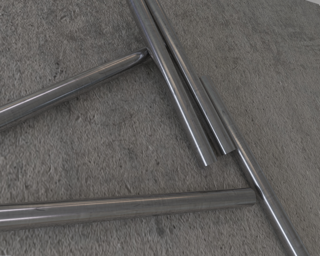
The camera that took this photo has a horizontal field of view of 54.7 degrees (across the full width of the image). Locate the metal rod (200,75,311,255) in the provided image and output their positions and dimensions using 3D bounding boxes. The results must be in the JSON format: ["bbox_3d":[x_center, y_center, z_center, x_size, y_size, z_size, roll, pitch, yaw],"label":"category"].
[{"bbox_3d":[0.127,0.053,0.439,0.025,0.025,0.299,-13,68,-33],"label":"metal rod"}]

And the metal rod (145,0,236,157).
[{"bbox_3d":[0.030,-0.098,0.453,0.025,0.025,0.299,-21,81,-36],"label":"metal rod"}]

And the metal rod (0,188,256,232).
[{"bbox_3d":[-0.016,0.086,0.342,0.302,0.025,0.025,2,61,-27],"label":"metal rod"}]

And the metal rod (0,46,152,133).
[{"bbox_3d":[-0.078,-0.068,0.402,0.302,0.025,0.025,-34,81,-38],"label":"metal rod"}]

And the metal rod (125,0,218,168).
[{"bbox_3d":[0.006,-0.087,0.432,0.025,0.025,0.299,-17,79,-35],"label":"metal rod"}]
